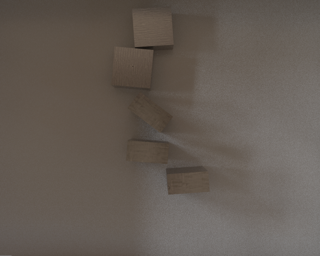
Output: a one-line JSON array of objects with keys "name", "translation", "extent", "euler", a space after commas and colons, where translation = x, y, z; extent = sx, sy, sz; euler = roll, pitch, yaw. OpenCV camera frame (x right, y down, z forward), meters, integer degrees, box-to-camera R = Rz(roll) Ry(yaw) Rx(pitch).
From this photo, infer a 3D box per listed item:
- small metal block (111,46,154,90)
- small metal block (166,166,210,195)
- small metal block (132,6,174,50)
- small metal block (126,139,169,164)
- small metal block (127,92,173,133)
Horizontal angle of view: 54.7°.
[{"name": "small metal block", "translation": [-0.036, -0.078, 0.411], "extent": [0.050, 0.025, 0.050], "euler": [5, 90, -1]}, {"name": "small metal block", "translation": [0.034, 0.066, 0.399], "extent": [0.050, 0.050, 0.025], "euler": [-4, 90, -1]}, {"name": "small metal block", "translation": [-0.009, -0.131, 0.411], "extent": [0.050, 0.025, 0.050], "euler": [-4, 90, -1]}, {"name": "small metal block", "translation": [-0.015, 0.029, 0.399], "extent": [0.050, 0.050, 0.025], "euler": [5, 90, -1]}, {"name": "small metal block", "translation": [-0.012, -0.019, 0.399], "extent": [0.050, 0.050, 0.025], "euler": [37, 90, -1]}]
